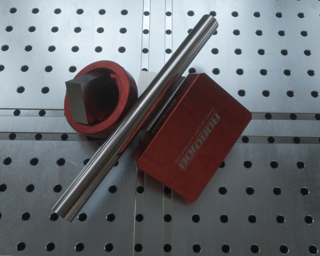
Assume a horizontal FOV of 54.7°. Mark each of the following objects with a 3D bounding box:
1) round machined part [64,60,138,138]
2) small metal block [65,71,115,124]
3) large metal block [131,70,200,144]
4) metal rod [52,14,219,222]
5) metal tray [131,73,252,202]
[{"bbox_3d":[-0.071,-0.034,0.400,0.098,0.042,0.098,-7,71,23],"label":"round machined part"},{"bbox_3d":[-0.084,-0.039,0.382,0.025,0.050,0.050,12,30,31],"label":"small metal block"},{"bbox_3d":[0.008,-0.023,0.406,0.080,0.050,0.080,9,70,3],"label":"large metal block"},{"bbox_3d":[-0.018,-0.025,0.367,0.025,0.025,0.300,33,73,11],"label":"metal rod"},{"bbox_3d":[0.039,0.011,0.370,0.090,0.030,0.130,36,86,-21],"label":"metal tray"}]
